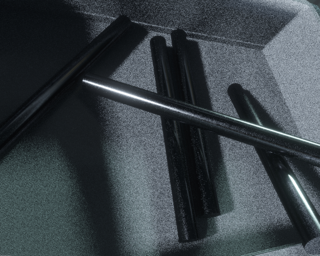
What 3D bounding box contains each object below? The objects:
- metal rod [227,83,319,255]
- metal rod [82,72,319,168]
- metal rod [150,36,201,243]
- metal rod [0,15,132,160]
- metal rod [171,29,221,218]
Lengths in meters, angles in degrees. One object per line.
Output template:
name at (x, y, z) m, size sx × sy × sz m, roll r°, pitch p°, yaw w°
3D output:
metal rod at (0.129, 0.018, 0.387) m, size 0.025 × 0.025 × 0.300 m, roll 22°, pitch 29°, yaw -15°
metal rod at (0.047, -0.012, 0.361) m, size 0.301 × 0.025 × 0.025 m, roll 19°, pitch 50°, yaw 13°
metal rod at (0.015, -0.005, 0.416) m, size 0.025 × 0.025 × 0.299 m, roll 6°, pitch 59°, yaw -25°
metal rod at (-0.115, -0.061, 0.380) m, size 0.025 × 0.025 × 0.301 m, roll 35°, pitch 51°, yaw -5°
metal rod at (0.045, -0.025, 0.444) m, size 0.025 × 0.025 × 0.299 m, roll 8°, pitch 58°, yaw -24°
